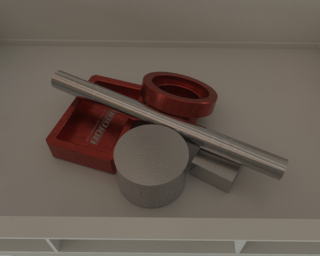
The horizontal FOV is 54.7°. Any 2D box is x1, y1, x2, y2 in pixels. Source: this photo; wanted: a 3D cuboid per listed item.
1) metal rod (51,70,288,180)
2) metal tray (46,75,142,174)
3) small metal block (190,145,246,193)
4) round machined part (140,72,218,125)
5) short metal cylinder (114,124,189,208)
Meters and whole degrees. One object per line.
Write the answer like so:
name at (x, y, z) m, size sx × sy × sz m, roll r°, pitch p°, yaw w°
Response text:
metal rod at (-0.001, -0.010, 0.373) m, size 0.301 × 0.025 × 0.025 m, roll 22°, pitch 53°, yaw 14°
metal tray at (-0.074, -0.011, 0.406) m, size 0.090 × 0.030 × 0.130 m, roll 14°, pitch 51°, yaw 11°
small metal block at (0.070, 0.041, 0.369) m, size 0.050 × 0.025 × 0.050 m, roll 25°, pitch 54°, yaw 19°
round machined part at (0.022, -0.036, 0.406) m, size 0.099 × 0.042 × 0.098 m, roll 12°, pitch 27°, yaw -6°
short metal cylinder at (-0.009, 0.042, 0.350) m, size 0.081 × 0.050 × 0.080 m, roll 0°, pitch 50°, yaw 0°
